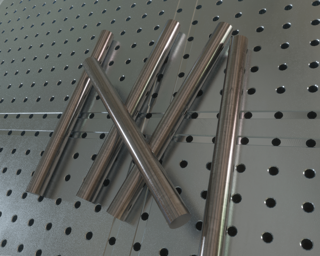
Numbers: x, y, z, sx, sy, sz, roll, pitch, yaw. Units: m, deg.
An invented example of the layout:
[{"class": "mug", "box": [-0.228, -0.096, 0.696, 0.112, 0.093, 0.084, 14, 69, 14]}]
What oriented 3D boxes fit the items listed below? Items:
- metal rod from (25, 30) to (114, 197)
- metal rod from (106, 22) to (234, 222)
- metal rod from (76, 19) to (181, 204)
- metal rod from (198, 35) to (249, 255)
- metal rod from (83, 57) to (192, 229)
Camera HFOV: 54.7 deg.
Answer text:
[{"class": "metal rod", "box": [-0.137, -0.037, 0.500, 0.025, 0.025, 0.300, 4, 63, 30]}, {"class": "metal rod", "box": [0.021, -0.019, 0.407, 0.025, 0.025, 0.300, 20, 72, 35]}, {"class": "metal rod", "box": [-0.038, -0.036, 0.448, 0.025, 0.025, 0.300, 12, 68, 33]}, {"class": "metal rod", "box": [0.077, 0.014, 0.358, 0.025, 0.025, 0.300, -1, 61, 27]}, {"class": "metal rod", "box": [-0.045, -0.005, 0.399, 0.025, 0.025, 0.300, -37, 51, 3]}]
